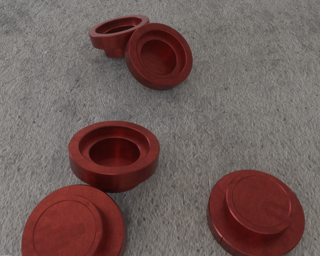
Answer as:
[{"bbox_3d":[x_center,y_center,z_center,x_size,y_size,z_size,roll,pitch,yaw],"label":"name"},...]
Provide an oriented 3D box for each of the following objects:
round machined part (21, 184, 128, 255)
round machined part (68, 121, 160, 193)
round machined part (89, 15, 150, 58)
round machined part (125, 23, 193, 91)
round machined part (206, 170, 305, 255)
[{"bbox_3d":[-0.083,0.101,0.292,0.099,0.042,0.098,-2,64,4],"label":"round machined part"},{"bbox_3d":[-0.051,0.035,0.351,0.099,0.042,0.098,4,33,-3],"label":"round machined part"},{"bbox_3d":[-0.062,-0.147,0.503,0.098,0.042,0.098,-9,35,6],"label":"round machined part"},{"bbox_3d":[-0.005,-0.101,0.458,0.099,0.042,0.098,6,74,-22],"label":"round machined part"},{"bbox_3d":[0.100,0.084,0.322,0.099,0.042,0.098,0,50,0],"label":"round machined part"}]
